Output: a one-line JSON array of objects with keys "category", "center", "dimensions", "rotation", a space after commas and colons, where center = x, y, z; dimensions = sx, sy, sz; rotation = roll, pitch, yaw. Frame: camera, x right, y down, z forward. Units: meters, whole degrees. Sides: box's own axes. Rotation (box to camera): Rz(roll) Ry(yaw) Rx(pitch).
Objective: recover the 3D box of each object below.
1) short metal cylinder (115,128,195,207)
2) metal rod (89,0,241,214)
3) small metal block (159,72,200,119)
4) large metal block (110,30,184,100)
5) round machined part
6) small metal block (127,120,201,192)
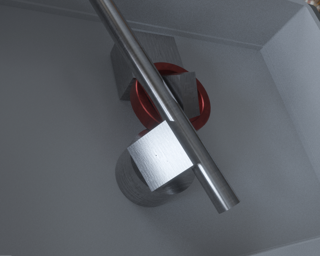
[{"category": "short metal cylinder", "center": [-0.005, 0.046, 0.359], "dimensions": [0.081, 0.050, 0.080], "rotation": [14, 56, -21]}, {"category": "metal rod", "center": [-0.006, -0.046, 0.340], "dimensions": [0.025, 0.025, 0.299], "rotation": [-21, 73, -36]}, {"category": "small metal block", "center": [0.017, -0.037, 0.359], "dimensions": [0.025, 0.050, 0.050], "rotation": [-19, 107, -39]}, {"category": "large metal block", "center": [-0.017, -0.085, 0.430], "dimensions": [0.081, 0.050, 0.080], "rotation": [0, 62, -29]}, {"category": "round machined part", "center": [0.009, -0.029, 0.380], "dimensions": [0.099, 0.042, 0.098], "rotation": [14, 56, -21]}, {"category": "small metal block", "center": [0.004, 0.027, 0.308], "dimensions": [0.050, 0.050, 0.025], "rotation": [59, 19, 14]}]
